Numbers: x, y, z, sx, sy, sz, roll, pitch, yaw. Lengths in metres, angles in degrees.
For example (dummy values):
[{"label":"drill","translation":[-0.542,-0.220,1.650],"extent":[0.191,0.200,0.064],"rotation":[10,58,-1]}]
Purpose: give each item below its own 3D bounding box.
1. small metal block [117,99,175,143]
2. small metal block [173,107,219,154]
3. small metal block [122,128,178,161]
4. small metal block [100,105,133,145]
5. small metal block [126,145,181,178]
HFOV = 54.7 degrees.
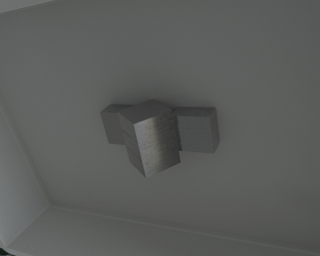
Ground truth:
[{"label":"small metal block","translation":[-0.017,-0.010,0.379],"extent":[0.050,0.050,0.025],"rotation":[34,140,55]},{"label":"small metal block","translation":[0.044,0.002,0.384],"extent":[0.050,0.025,0.050],"rotation":[3,120,26]},{"label":"small metal block","translation":[-0.013,0.012,0.391],"extent":[0.050,0.050,0.025],"rotation":[33,140,55]},{"label":"small metal block","translation":[-0.049,-0.004,0.428],"extent":[0.050,0.025,0.050],"rotation":[4,120,26]},{"label":"small metal block","translation":[-0.009,0.034,0.402],"extent":[0.050,0.050,0.025],"rotation":[33,140,55]}]
